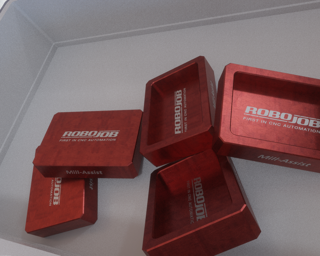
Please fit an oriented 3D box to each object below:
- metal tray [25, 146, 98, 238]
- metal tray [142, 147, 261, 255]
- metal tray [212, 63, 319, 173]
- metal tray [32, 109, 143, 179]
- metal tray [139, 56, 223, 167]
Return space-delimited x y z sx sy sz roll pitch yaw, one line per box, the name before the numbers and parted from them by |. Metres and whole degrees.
metal tray | -0.132 0.074 0.427 0.090 0.030 0.130 -19 54 17
metal tray | 0.034 0.067 0.299 0.090 0.030 0.130 -27 18 11
metal tray | 0.122 -0.009 0.305 0.131 0.030 0.090 10 63 0
metal tray | -0.088 0.020 0.408 0.131 0.030 0.090 -1 50 12
metal tray | 0.024 -0.024 0.381 0.090 0.030 0.130 -22 42 24
